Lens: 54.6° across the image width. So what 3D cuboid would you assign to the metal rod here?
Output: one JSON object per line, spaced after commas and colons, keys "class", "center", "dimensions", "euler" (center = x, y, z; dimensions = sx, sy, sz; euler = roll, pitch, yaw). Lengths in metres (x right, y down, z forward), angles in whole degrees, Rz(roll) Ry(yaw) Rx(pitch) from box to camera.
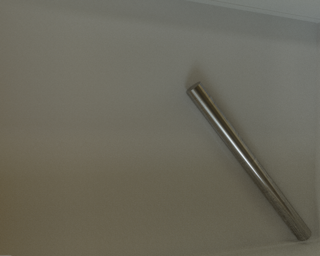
{"class": "metal rod", "center": [0.138, 0.057, 0.460], "dimensions": [0.025, 0.025, 0.300], "euler": [-43, 104, -15]}
